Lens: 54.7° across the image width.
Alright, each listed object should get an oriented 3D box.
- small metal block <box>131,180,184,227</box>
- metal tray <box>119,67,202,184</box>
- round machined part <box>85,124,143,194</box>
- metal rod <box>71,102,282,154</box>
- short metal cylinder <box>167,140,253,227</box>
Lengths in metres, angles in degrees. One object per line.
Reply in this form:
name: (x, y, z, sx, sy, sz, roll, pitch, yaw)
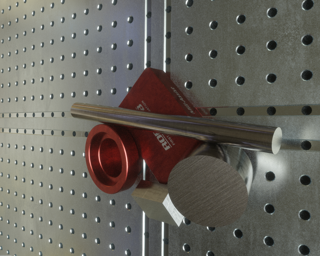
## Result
small metal block: (0.000, 0.094, 0.390, 0.050, 0.025, 0.050, 3, 136, 39)
metal tray: (0.002, -0.004, 0.404, 0.090, 0.030, 0.130, -51, 61, 27)
round machined part: (-0.062, 0.041, 0.440, 0.098, 0.042, 0.097, 8, 102, 44)
metal rod: (-0.009, -0.007, 0.374, 0.300, 0.025, 0.025, 9, 96, 39)
short metal cylinder: (0.054, 0.056, 0.327, 0.080, 0.050, 0.079, 7, 111, 19)
